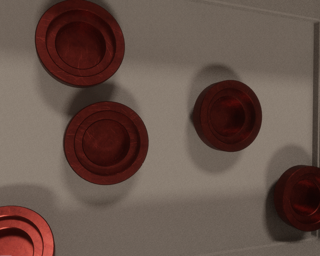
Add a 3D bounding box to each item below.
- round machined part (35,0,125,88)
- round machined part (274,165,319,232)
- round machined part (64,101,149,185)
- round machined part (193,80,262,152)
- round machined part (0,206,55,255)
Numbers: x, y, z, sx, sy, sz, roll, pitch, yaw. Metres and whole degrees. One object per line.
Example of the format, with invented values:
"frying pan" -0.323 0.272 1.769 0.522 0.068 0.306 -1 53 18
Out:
"round machined part" -0.095 -0.096 0.367 0.099 0.042 0.097 0 90 -21
"round machined part" 0.219 0.106 0.482 0.099 0.042 0.097 0 88 -16
"round machined part" -0.067 0.017 0.378 0.099 0.042 0.097 0 90 -21
"round machined part" 0.090 -0.016 0.436 0.099 0.042 0.097 0 90 -21
"round machined part" -0.162 0.136 0.326 0.099 0.042 0.098 8 54 -11
